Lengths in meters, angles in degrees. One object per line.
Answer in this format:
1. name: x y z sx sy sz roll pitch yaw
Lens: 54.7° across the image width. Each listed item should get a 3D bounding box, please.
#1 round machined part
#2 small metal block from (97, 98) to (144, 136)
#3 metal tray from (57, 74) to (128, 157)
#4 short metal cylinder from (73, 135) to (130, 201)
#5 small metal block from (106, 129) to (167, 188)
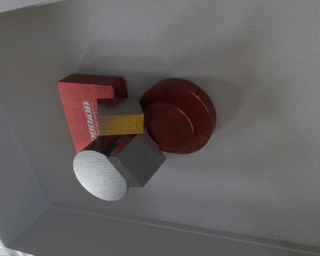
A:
1. round machined part: 0.016 -0.008 0.381 0.098 0.042 0.097 13 124 20
2. small metal block: -0.049 -0.015 0.372 0.050 0.050 0.025 -3 118 -13
3. metal tray: -0.086 -0.009 0.439 0.090 0.030 0.129 7 122 24
4. short metal cylinder: -0.068 0.050 0.417 0.080 0.050 0.079 13 124 20
5. small metal block: -0.027 0.036 0.376 0.025 0.050 0.050 -12 121 53
